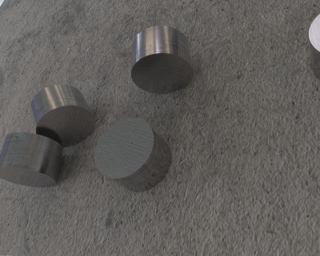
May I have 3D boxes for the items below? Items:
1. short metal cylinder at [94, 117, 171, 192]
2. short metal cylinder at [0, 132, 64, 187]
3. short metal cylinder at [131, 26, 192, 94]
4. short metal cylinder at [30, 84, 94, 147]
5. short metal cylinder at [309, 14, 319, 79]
[{"bbox_3d":[-0.033,0.033,0.385,0.080,0.050,0.080,-13,56,21],"label":"short metal cylinder"},{"bbox_3d":[-0.182,0.047,0.436,0.080,0.080,0.050,-9,58,23],"label":"short metal cylinder"},{"bbox_3d":[0.002,-0.091,0.424,0.080,0.080,0.050,-15,56,20],"label":"short metal cylinder"},{"bbox_3d":[-0.143,-0.017,0.454,0.080,0.080,0.050,-36,51,4],"label":"short metal cylinder"},{"bbox_3d":[0.207,-0.090,0.335,0.080,0.050,0.080,-13,56,21],"label":"short metal cylinder"}]
